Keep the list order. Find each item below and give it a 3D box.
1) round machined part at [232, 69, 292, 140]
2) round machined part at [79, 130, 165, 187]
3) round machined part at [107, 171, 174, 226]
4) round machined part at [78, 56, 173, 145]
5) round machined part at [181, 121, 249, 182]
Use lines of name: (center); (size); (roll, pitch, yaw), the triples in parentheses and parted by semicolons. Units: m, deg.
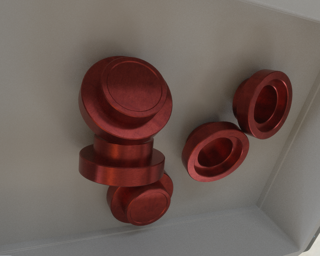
round machined part: (0.143, -0.036, 0.446); (0.099, 0.042, 0.097); (-14, 114, -34)
round machined part: (-0.043, 0.029, 0.360); (0.099, 0.098, 0.042); (-1, 104, -28)
round machined part: (-0.024, 0.103, 0.450); (0.099, 0.042, 0.097); (-14, 125, -21)
round machined part: (-0.032, -0.034, 0.322); (0.099, 0.098, 0.042); (-7, 161, -25)
round machined part: (0.077, 0.030, 0.455); (0.099, 0.042, 0.097); (-12, 129, -15)
